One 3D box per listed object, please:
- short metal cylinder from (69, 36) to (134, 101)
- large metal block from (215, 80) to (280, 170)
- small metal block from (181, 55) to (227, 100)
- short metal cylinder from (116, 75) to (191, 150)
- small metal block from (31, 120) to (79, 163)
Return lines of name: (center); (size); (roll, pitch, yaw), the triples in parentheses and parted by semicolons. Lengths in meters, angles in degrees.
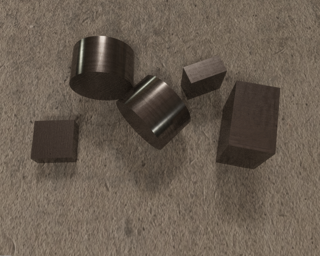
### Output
short metal cylinder: (-0.074, -0.075, 0.406); (0.081, 0.080, 0.050); (0, 70, 0)
large metal block: (0.105, -0.001, 0.380); (0.050, 0.080, 0.080); (11, 70, 3)
small metal block: (0.058, -0.067, 0.420); (0.050, 0.050, 0.025); (-21, 72, -8)
short metal cylinder: (-0.008, -0.019, 0.386); (0.080, 0.080, 0.050); (43, 76, 14)
small metal block: (-0.134, 0.018, 0.400); (0.050, 0.025, 0.050); (-2, 70, -1)
